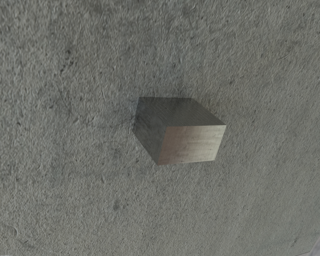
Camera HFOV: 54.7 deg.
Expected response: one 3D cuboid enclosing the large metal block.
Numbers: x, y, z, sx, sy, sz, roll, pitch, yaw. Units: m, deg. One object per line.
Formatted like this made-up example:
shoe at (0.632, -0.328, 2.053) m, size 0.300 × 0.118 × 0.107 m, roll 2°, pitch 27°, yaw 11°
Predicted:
large metal block at (0.021, 0.000, 0.386) m, size 0.081 × 0.080 × 0.050 m, roll -1°, pitch 119°, yaw -28°
